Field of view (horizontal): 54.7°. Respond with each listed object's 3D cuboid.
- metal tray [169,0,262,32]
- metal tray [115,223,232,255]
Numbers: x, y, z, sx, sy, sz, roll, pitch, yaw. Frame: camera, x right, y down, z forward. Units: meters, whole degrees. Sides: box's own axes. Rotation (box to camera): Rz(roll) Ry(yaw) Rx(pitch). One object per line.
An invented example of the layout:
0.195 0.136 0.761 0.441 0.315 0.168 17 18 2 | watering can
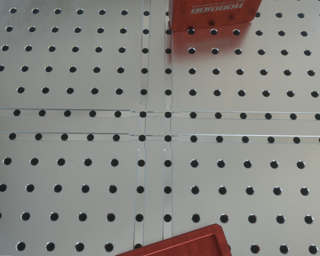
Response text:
0.080 -0.187 0.446 0.131 0.090 0.030 -9 71 -4 | metal tray
0.019 0.170 0.346 0.131 0.030 0.090 -16 71 -6 | metal tray
